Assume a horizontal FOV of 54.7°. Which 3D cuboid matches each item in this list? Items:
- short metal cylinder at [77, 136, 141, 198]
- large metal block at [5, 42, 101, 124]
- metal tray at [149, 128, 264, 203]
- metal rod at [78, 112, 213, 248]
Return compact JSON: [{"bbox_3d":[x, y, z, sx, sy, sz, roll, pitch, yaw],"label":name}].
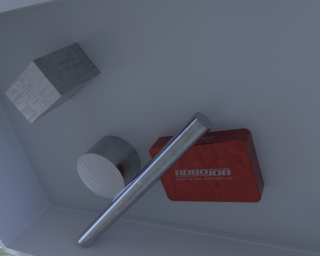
[{"bbox_3d":[-0.076,0.058,0.467,0.080,0.050,0.079,13,124,20],"label":"short metal cylinder"},{"bbox_3d":[-0.139,-0.060,0.408,0.080,0.080,0.050,-30,102,37],"label":"large metal block"},{"bbox_3d":[0.060,0.052,0.405,0.130,0.030,0.090,-7,115,31],"label":"metal tray"},{"bbox_3d":[-0.036,0.087,0.423,0.025,0.025,0.298,41,121,-1],"label":"metal rod"}]
